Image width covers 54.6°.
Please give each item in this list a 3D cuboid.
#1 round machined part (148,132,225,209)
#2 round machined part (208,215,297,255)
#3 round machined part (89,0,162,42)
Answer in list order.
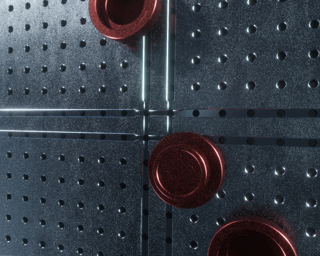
[{"bbox_3d":[0.030,0.054,0.393,0.098,0.042,0.097,0,90,20],"label":"round machined part"},{"bbox_3d":[0.109,0.151,0.365,0.098,0.042,0.097,0,90,20],"label":"round machined part"},{"bbox_3d":[-0.043,-0.164,0.419,0.098,0.042,0.097,0,90,20],"label":"round machined part"}]
